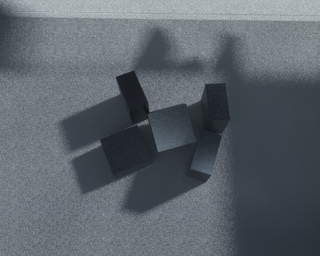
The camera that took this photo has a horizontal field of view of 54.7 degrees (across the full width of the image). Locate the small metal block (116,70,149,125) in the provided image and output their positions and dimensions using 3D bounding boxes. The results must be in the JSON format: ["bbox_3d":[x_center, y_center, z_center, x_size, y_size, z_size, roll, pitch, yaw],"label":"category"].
[{"bbox_3d":[-0.035,-0.039,0.410,0.025,0.050,0.050,-21,71,-7],"label":"small metal block"}]

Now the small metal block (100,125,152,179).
[{"bbox_3d":[-0.043,0.031,0.398,0.050,0.025,0.050,-22,72,-8],"label":"small metal block"}]

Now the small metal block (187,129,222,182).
[{"bbox_3d":[0.054,0.036,0.383,0.025,0.050,0.050,17,71,6],"label":"small metal block"}]

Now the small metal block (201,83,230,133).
[{"bbox_3d":[0.071,-0.024,0.406,0.025,0.050,0.050,-3,70,-1],"label":"small metal block"}]

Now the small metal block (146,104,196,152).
[{"bbox_3d":[0.014,-0.001,0.400,0.050,0.025,0.050,-15,97,-6],"label":"small metal block"}]
